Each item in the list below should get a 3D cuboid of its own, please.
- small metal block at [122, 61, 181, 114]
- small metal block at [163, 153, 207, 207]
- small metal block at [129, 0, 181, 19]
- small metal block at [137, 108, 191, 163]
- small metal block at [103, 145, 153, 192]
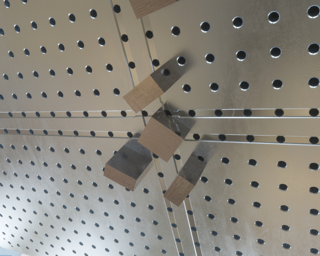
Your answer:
[{"bbox_3d":[-0.009,-0.049,0.370,0.050,0.050,0.025,-33,100,38],"label":"small metal block"},{"bbox_3d":[0.034,0.070,0.421,0.025,0.050,0.050,34,129,6],"label":"small metal block"},{"bbox_3d":[-0.009,-0.149,0.324,0.050,0.025,0.050,-11,113,33],"label":"small metal block"},{"bbox_3d":[0.005,0.010,0.416,0.050,0.025,0.050,35,129,5],"label":"small metal block"},{"bbox_3d":[-0.047,0.058,0.456,0.050,0.050,0.025,26,128,12],"label":"small metal block"}]
